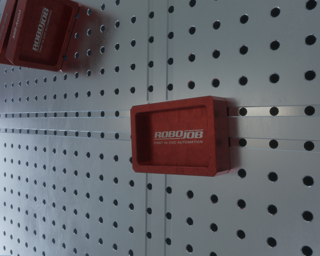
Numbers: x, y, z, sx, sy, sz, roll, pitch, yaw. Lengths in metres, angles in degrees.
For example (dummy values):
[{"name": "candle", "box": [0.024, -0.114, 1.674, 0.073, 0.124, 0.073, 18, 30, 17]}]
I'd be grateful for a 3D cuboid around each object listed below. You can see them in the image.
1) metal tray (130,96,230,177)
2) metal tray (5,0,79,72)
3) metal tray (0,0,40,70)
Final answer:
[{"name": "metal tray", "box": [0.020, 0.012, 0.390, 0.130, 0.030, 0.090, -4, 88, 40]}, {"name": "metal tray", "box": [-0.202, -0.168, 0.535, 0.030, 0.091, 0.129, 36, 112, 34]}, {"name": "metal tray", "box": [-0.240, -0.175, 0.566, 0.030, 0.091, 0.129, 44, 117, 31]}]
